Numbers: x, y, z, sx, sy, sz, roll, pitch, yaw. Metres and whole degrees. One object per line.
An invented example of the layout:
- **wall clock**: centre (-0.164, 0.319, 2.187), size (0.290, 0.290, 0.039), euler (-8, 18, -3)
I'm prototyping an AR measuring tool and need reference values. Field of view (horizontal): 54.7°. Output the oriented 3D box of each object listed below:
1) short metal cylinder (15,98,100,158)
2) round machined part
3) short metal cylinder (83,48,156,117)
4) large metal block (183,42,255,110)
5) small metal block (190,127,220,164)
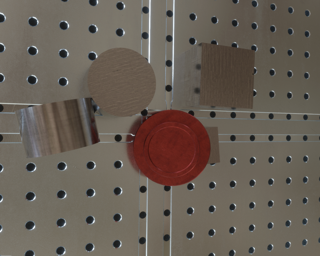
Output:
- **short metal cylinder**: centre (-0.111, -0.001, 0.342), size (0.081, 0.080, 0.050), euler (-13, 95, -20)
- **round machined part**: centre (0.015, 0.025, 0.392), size (0.099, 0.042, 0.097), euler (0, 92, 2)
- **short metal cylinder**: centre (-0.051, -0.053, 0.380), size (0.081, 0.050, 0.079), euler (0, 90, -20)
- **large metal block**: centre (0.081, -0.067, 0.429), size (0.081, 0.050, 0.080), euler (2, 89, -20)
- **small metal block**: centre (0.054, 0.025, 0.433), size (0.050, 0.025, 0.050), euler (-5, 92, -20)
